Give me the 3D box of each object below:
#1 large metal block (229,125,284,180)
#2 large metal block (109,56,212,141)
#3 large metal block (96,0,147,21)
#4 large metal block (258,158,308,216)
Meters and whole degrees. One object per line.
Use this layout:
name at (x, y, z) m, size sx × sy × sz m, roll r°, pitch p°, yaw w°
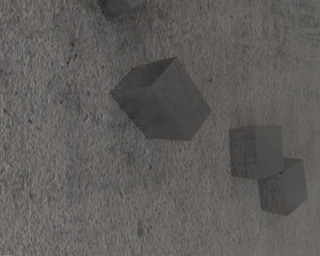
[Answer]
large metal block at (0.165, 0.038, 0.526) m, size 0.081 × 0.050 × 0.079 m, roll -7°, pitch 95°, yaw -40°
large metal block at (0.000, -0.031, 0.369) m, size 0.080 × 0.080 × 0.050 m, roll 52°, pitch 60°, yaw -27°
large metal block at (-0.039, -0.182, 0.355) m, size 0.080 × 0.050 × 0.080 m, roll -42°, pitch 116°, yaw -32°
large metal block at (0.230, 0.106, 0.581) m, size 0.081 × 0.050 × 0.079 m, roll -19°, pitch 102°, yaw -38°
